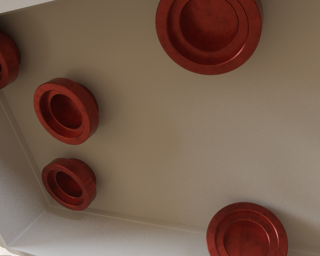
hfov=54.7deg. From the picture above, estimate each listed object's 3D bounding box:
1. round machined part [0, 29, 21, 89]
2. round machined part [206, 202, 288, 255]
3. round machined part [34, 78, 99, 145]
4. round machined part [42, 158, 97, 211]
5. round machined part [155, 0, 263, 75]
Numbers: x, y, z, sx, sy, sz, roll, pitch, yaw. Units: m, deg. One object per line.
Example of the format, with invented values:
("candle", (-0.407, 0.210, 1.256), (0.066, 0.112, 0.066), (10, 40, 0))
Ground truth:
("round machined part", (-0.248, -0.110, 0.457), (0.098, 0.042, 0.097), (14, 130, 18))
("round machined part", (0.112, 0.150, 0.401), (0.098, 0.098, 0.042), (9, 146, 23))
("round machined part", (-0.130, -0.028, 0.449), (0.098, 0.042, 0.097), (13, 124, 21))
("round machined part", (-0.150, 0.091, 0.534), (0.098, 0.042, 0.097), (13, 124, 21))
("round machined part", (0.049, -0.104, 0.300), (0.098, 0.042, 0.097), (12, 133, 14))
